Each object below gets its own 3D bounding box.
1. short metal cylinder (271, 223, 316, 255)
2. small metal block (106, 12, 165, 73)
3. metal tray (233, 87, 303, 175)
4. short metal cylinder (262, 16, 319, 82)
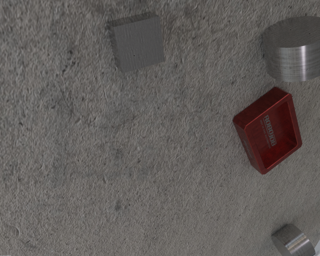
[{"bbox_3d":[0.300,0.265,0.699,0.050,0.080,0.080,-32,129,-8],"label":"short metal cylinder"},{"bbox_3d":[-0.025,-0.093,0.336,0.050,0.025,0.050,-20,126,-17],"label":"small metal block"},{"bbox_3d":[0.179,0.008,0.506,0.090,0.030,0.130,-37,129,-4],"label":"metal tray"},{"bbox_3d":[0.179,-0.104,0.405,0.080,0.080,0.050,-30,129,-9],"label":"short metal cylinder"}]
